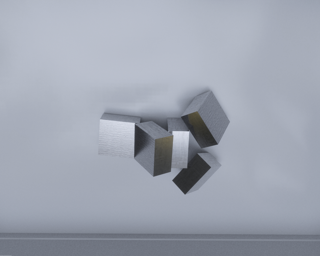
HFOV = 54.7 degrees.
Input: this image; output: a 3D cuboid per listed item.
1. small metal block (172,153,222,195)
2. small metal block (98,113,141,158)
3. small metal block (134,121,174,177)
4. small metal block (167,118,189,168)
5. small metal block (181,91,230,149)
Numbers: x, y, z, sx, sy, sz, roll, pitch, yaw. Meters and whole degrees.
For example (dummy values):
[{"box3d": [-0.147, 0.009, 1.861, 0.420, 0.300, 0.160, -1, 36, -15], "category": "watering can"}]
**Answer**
[{"box3d": [0.051, 0.060, 0.416, 0.025, 0.050, 0.050, 46, 106, 21], "category": "small metal block"}, {"box3d": [-0.054, 0.010, 0.412, 0.050, 0.025, 0.050, 6, 110, -3], "category": "small metal block"}, {"box3d": [-0.009, 0.025, 0.386, 0.025, 0.050, 0.050, -11, 117, -30], "category": "small metal block"}, {"box3d": [0.022, 0.018, 0.404, 0.025, 0.050, 0.050, 1, 110, -1], "category": "small metal block"}, {"box3d": [0.059, -0.011, 0.390, 0.025, 0.050, 0.050, -19, 113, 41], "category": "small metal block"}]
